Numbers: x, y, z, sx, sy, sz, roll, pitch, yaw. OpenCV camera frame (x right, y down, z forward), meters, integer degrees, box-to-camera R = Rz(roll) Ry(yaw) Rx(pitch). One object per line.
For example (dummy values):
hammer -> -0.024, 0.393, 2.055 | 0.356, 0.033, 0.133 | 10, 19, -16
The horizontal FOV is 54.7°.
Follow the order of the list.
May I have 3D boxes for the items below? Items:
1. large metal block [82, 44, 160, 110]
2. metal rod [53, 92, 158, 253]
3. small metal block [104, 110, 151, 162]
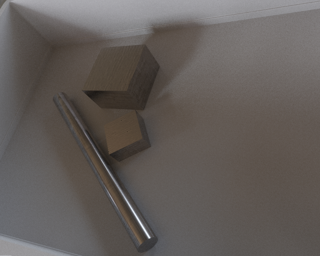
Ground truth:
large metal block -> -0.057, -0.075, 0.464 | 0.080, 0.050, 0.080 | 5, 64, 30
metal rod -> -0.090, 0.038, 0.427 | 0.025, 0.025, 0.300 | -41, 51, 0
small metal block -> -0.045, 0.011, 0.421 | 0.050, 0.025, 0.050 | -26, 53, 11
